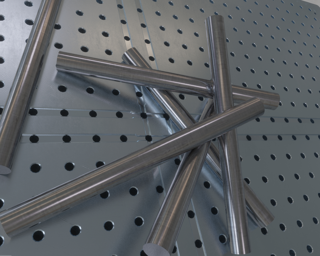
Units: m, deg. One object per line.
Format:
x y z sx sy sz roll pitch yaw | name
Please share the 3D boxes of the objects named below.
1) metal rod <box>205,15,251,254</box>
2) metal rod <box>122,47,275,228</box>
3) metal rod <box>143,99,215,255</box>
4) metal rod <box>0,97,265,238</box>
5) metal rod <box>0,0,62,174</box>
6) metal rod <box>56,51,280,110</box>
0.085 0.001 0.394 0.025 0.025 0.299 0 80 -28 | metal rod
0.048 0.008 0.428 0.025 0.025 0.300 -33 80 -38 | metal rod
0.048 0.021 0.378 0.025 0.025 0.301 36 41 -4 | metal rod
-0.010 0.031 0.332 0.302 0.025 0.025 -24 74 -20 | metal rod
-0.154 -0.087 0.378 0.025 0.025 0.300 15 56 -20 | metal rod
0.019 -0.061 0.418 0.302 0.025 0.025 9 57 -10 | metal rod
